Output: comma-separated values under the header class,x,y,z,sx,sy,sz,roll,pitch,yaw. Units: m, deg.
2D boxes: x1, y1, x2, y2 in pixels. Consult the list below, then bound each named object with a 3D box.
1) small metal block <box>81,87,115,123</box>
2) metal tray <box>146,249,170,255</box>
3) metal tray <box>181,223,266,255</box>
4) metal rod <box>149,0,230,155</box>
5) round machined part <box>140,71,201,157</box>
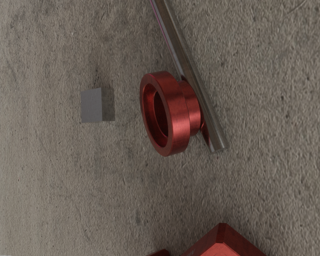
class,x,y,z,sx,sy,sz,roll,pitch,yaw
small metal block,-0.097,-0.034,0.483,0.050,0.025,0.050,-4,88,39
metal tray,-0.008,0.223,0.365,0.030,0.091,0.130,-37,67,40
metal tray,0.057,0.170,0.326,0.090,0.030,0.129,39,117,0
metal rod,0.019,-0.110,0.387,0.025,0.025,0.299,-31,71,35
round machined part,0.013,-0.019,0.363,0.098,0.042,0.097,166,90,-71
